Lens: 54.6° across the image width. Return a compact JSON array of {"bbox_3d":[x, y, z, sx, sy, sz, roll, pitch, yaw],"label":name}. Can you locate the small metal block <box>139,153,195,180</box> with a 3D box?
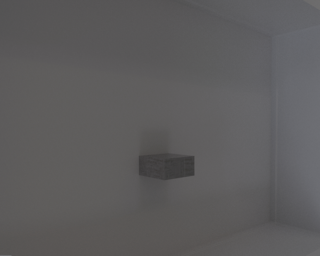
[{"bbox_3d":[0.008,0.048,0.396,0.050,0.050,0.025,-1,91,-40],"label":"small metal block"}]
